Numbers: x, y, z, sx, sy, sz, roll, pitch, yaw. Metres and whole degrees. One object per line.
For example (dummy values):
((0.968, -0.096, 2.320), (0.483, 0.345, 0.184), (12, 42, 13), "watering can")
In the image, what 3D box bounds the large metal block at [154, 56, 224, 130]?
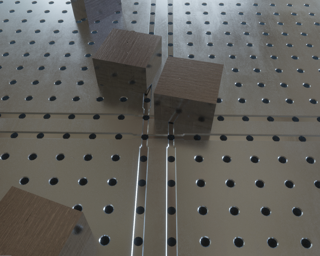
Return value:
((0.041, -0.051, 0.435), (0.080, 0.050, 0.080), (11, 51, 9), "large metal block")

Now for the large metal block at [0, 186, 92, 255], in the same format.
((-0.124, 0.113, 0.296), (0.080, 0.050, 0.080), (16, 52, 13), "large metal block")

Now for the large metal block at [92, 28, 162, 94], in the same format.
((-0.047, -0.105, 0.480), (0.080, 0.050, 0.080), (12, 51, 10), "large metal block")

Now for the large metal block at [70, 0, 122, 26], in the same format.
((-0.123, -0.254, 0.585), (0.080, 0.080, 0.050), (-36, 59, -26), "large metal block")
